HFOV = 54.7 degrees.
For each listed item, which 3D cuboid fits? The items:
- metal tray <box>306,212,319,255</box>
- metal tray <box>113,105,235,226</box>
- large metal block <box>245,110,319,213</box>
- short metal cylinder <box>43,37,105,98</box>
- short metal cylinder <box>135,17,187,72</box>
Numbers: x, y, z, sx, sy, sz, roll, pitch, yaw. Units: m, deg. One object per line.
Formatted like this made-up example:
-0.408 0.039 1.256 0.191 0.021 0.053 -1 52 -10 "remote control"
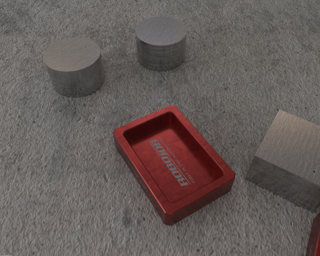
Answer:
0.178 0.147 0.277 0.090 0.030 0.130 22 53 17 "metal tray"
0.013 0.037 0.368 0.091 0.030 0.130 -25 54 -20 "metal tray"
0.157 0.036 0.358 0.080 0.050 0.080 26 55 20 "large metal block"
-0.126 -0.091 0.462 0.081 0.050 0.080 0 50 0 "short metal cylinder"
0.002 -0.137 0.502 0.081 0.050 0.080 0 50 0 "short metal cylinder"
